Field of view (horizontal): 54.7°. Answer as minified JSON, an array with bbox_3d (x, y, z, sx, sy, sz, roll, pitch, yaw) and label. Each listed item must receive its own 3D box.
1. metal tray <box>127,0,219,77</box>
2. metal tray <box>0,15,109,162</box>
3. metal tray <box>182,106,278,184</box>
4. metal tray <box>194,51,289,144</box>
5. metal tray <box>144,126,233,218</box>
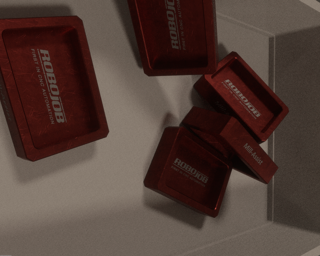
[{"bbox_3d":[0.016,-0.123,0.350,0.030,0.090,0.129,-72,156,-47],"label":"metal tray"},{"bbox_3d":[-0.110,-0.042,0.311,0.091,0.030,0.129,-20,103,-38],"label":"metal tray"},{"bbox_3d":[0.101,0.025,0.448,0.130,0.090,0.030,42,80,-32],"label":"metal tray"},{"bbox_3d":[0.127,-0.046,0.475,0.130,0.030,0.090,48,57,2],"label":"metal tray"},{"bbox_3d":[0.046,0.065,0.444,0.130,0.030,0.090,34,69,-35],"label":"metal tray"}]
